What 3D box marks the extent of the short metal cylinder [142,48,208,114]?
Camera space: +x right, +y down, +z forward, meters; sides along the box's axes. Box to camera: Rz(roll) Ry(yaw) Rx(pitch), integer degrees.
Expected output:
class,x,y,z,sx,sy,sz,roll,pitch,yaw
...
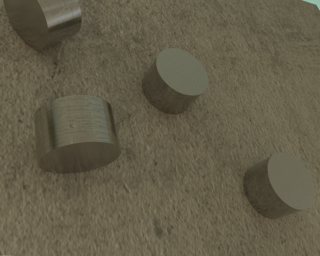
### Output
class,x,y,z,sx,sy,sz,roll,pitch,yaw
short metal cylinder,0.021,-0.066,0.441,0.081,0.050,0.080,14,56,-21

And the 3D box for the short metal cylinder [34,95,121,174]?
class,x,y,z,sx,sy,sz,roll,pitch,yaw
short metal cylinder,-0.085,0.009,0.318,0.081,0.080,0.050,-1,62,-29

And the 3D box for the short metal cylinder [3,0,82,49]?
class,x,y,z,sx,sy,sz,roll,pitch,yaw
short metal cylinder,-0.143,-0.144,0.380,0.080,0.080,0.050,46,51,4

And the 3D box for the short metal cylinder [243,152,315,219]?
class,x,y,z,sx,sy,sz,roll,pitch,yaw
short metal cylinder,0.164,0.080,0.430,0.081,0.050,0.080,14,56,-21
